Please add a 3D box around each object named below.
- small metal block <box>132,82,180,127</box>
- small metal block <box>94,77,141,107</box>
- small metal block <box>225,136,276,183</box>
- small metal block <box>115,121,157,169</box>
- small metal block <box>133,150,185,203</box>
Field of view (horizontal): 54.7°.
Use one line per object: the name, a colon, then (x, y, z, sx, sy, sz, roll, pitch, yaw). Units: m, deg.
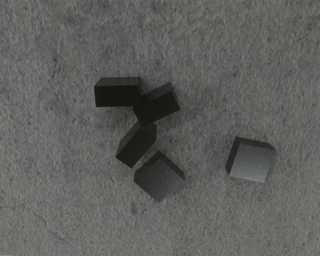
small metal block: (-0.004, -0.030, 0.385, 0.050, 0.050, 0.025, -25, 109, 8)
small metal block: (-0.050, -0.045, 0.379, 0.050, 0.050, 0.025, -1, 110, 0)
small metal block: (0.124, 0.043, 0.428, 0.050, 0.025, 0.050, 12, 110, -5)
small metal block: (-0.030, 0.017, 0.402, 0.025, 0.050, 0.050, 38, 106, -13)
small metal block: (-0.001, 0.069, 0.435, 0.050, 0.025, 0.050, -43, 105, 14)
